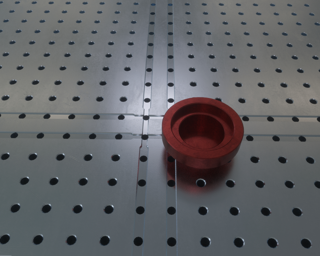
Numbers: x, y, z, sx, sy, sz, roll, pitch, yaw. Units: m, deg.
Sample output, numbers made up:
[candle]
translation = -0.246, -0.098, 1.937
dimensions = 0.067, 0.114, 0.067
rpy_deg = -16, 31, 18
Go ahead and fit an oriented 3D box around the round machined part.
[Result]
[round machined part]
translation = 0.051, 0.010, 0.389
dimensions = 0.099, 0.042, 0.098
rpy_deg = 0, 50, 0
